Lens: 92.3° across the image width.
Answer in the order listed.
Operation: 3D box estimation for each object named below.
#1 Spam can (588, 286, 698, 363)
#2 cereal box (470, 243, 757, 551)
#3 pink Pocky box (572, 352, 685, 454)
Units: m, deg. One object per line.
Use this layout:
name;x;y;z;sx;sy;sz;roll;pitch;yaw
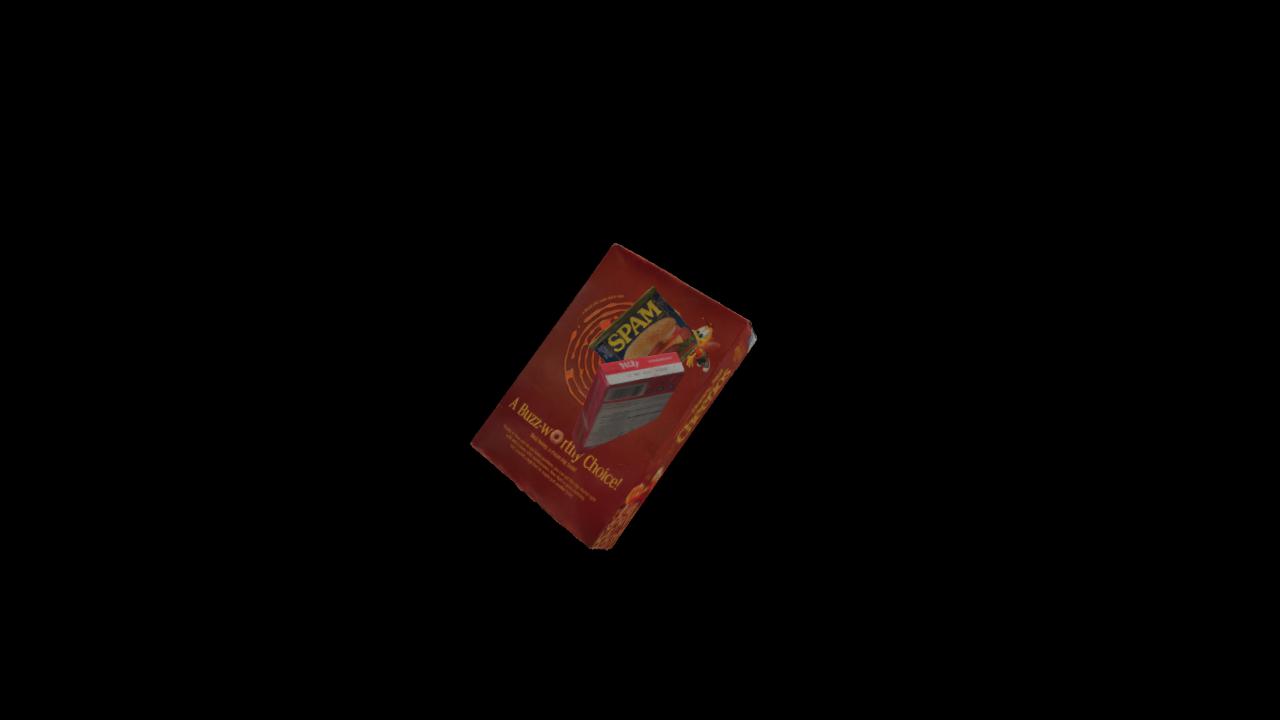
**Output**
Spam can;0.007;-0.018;0.696;0.101;0.085;0.058;-42;1;0
cereal box;-0.031;0.037;0.726;0.203;0.306;0.081;33;-5;24
pink Pocky box;-0.017;0.049;0.639;0.084;0.029;0.155;-9;-30;-23
